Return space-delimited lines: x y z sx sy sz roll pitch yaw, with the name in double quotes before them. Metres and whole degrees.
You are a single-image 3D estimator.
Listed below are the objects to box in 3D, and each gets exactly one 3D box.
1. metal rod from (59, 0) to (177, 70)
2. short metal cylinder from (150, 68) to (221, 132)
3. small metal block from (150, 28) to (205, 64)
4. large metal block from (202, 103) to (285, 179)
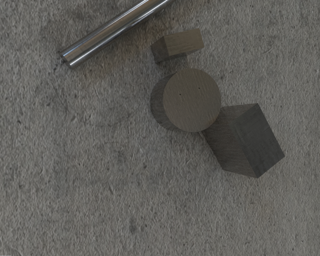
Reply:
"metal rod" 0.000 -0.170 0.409 0.301 0.025 0.025 -39 103 -16
"short metal cylinder" 0.033 -0.035 0.409 0.081 0.050 0.079 0 90 -20
"small metal block" 0.022 -0.107 0.405 0.050 0.050 0.025 -18 97 -19
"large metal block" 0.107 0.016 0.421 0.050 0.080 0.080 -34 101 -17
